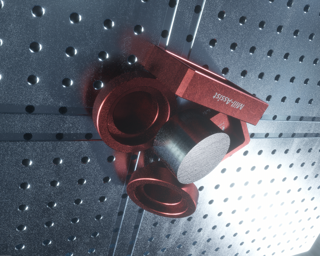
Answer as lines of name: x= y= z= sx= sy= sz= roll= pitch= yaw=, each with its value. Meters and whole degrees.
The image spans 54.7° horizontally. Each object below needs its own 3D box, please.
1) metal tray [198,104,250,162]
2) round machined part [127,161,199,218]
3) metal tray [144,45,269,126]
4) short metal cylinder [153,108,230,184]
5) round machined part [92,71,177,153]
metal tray: x=0.066 y=0.018 z=0.456 sx=0.131 sy=0.030 sz=0.090 roll=-32 pitch=129 yaw=-8
round machined part: x=0.007 y=0.083 z=0.434 sx=0.098 sy=0.042 sz=0.097 roll=12 pitch=139 yaw=11
metal tray: x=0.056 y=-0.050 z=0.370 sx=0.131 sy=0.090 sz=0.030 roll=16 pitch=110 yaw=-35
short metal cylinder: x=0.039 y=0.023 z=0.384 sx=0.081 sy=0.050 sz=0.080 roll=-26 pitch=141 yaw=-23
round machined part: x=-0.032 y=-0.022 z=0.370 sx=0.099 sy=0.042 sz=0.097 roll=-14 pitch=125 yaw=-21
